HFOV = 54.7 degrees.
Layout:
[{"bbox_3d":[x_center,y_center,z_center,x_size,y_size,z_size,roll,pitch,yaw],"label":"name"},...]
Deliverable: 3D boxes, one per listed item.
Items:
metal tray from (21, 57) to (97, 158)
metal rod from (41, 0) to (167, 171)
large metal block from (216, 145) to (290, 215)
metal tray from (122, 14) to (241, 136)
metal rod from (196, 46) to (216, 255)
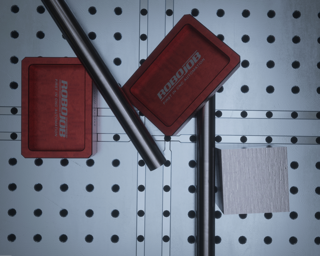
[{"bbox_3d":[-0.131,-0.026,0.409,0.091,0.030,0.129,0,90,-1],"label":"metal tray"},{"bbox_3d":[-0.082,-0.079,0.382,0.025,0.025,0.299,-32,93,0],"label":"metal rod"},{"bbox_3d":[0.116,0.064,0.403,0.081,0.050,0.079,-2,90,-1],"label":"large metal block"},{"bbox_3d":[0.025,-0.064,0.393,0.090,0.030,0.130,44,99,10],"label":"metal tray"},{"bbox_3d":[0.061,0.043,0.414,0.025,0.025,0.298,0,90,-1],"label":"metal rod"}]
